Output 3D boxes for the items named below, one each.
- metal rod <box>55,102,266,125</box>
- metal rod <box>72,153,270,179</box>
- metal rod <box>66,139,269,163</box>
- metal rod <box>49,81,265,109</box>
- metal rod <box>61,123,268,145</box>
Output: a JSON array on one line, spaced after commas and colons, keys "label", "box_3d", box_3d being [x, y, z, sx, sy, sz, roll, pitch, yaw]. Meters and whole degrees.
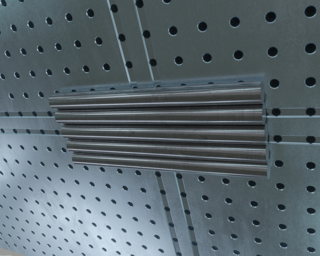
[{"label": "metal rod", "box_3d": [-0.019, -0.017, 0.409, 0.301, 0.025, 0.025, 1, 119, 27]}, {"label": "metal rod", "box_3d": [-0.003, 0.048, 0.441, 0.300, 0.025, 0.025, 0, 119, 27]}, {"label": "metal rod", "box_3d": [-0.008, 0.027, 0.431, 0.301, 0.025, 0.025, 1, 119, 27]}, {"label": "metal rod", "box_3d": [-0.024, -0.039, 0.398, 0.301, 0.025, 0.025, 1, 119, 27]}, {"label": "metal rod", "box_3d": [-0.013, 0.005, 0.420, 0.301, 0.025, 0.025, 1, 119, 27]}]
